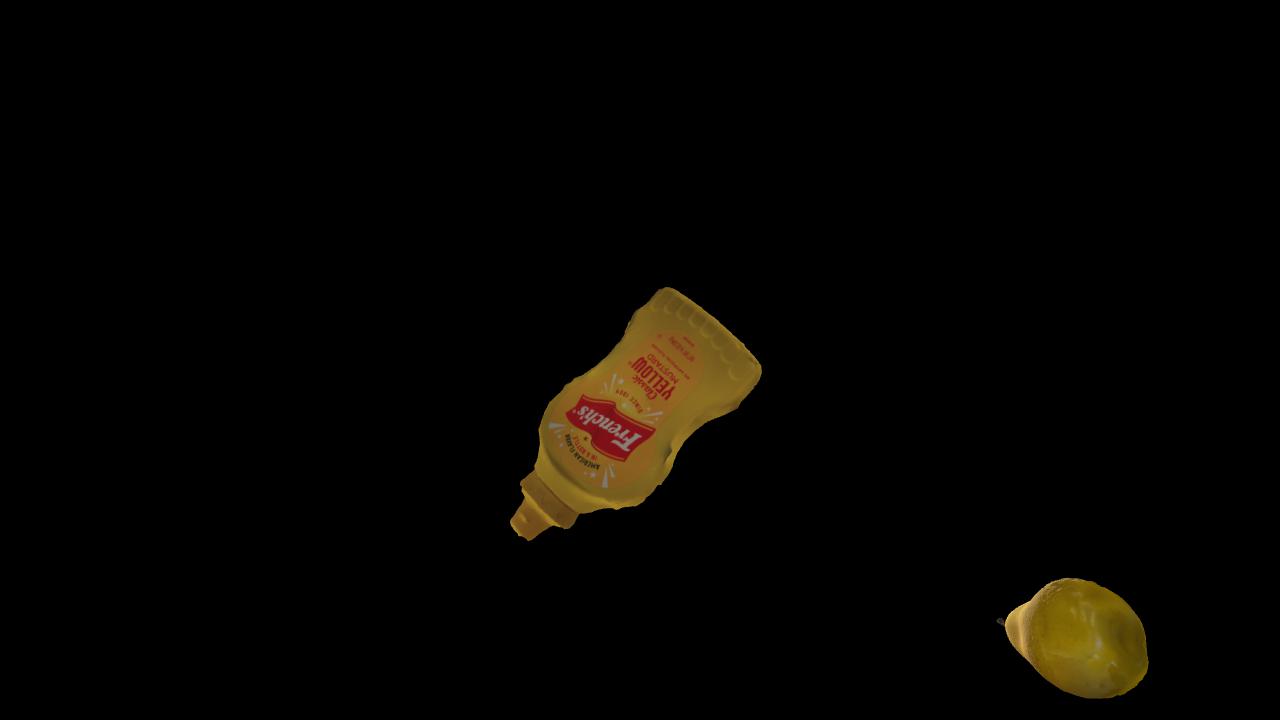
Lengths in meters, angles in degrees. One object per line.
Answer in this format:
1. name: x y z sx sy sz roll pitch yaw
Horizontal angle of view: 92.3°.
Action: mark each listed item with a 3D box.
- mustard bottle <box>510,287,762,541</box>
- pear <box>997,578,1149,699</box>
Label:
1. mustard bottle: -0.013 0.044 0.399 0.092 0.184 0.054 43 -7 13
2. pear: 0.310 0.209 0.464 0.080 0.080 0.111 0 -25 -22
